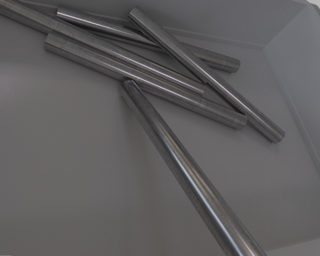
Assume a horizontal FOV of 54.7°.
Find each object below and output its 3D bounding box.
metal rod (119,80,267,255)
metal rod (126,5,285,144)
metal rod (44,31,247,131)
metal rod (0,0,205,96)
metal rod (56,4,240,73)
[{"bbox_3d":[0.018,0.031,0.310,0.025,0.025,0.300,-1,35,-29],"label":"metal rod"},{"bbox_3d":[0.076,-0.076,0.473,0.301,0.025,0.025,38,51,-10],"label":"metal rod"},{"bbox_3d":[-0.009,-0.060,0.437,0.302,0.025,0.025,21,54,-16],"label":"metal rod"},{"bbox_3d":[-0.073,-0.108,0.431,0.302,0.025,0.025,21,54,-16],"label":"metal rod"},{"bbox_3d":[-0.004,-0.133,0.483,0.302,0.025,0.025,10,58,-23],"label":"metal rod"}]
